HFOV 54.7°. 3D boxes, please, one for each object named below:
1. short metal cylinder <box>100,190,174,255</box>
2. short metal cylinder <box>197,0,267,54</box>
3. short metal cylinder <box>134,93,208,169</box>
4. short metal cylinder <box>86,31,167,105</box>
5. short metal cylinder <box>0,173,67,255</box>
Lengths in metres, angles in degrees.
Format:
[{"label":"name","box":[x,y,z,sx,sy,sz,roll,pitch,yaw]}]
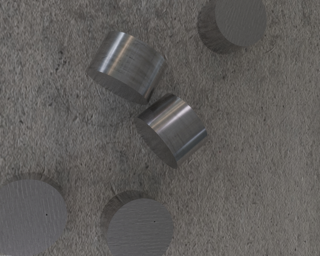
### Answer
[{"label":"short metal cylinder","box":[-0.030,0.122,0.385,0.081,0.050,0.080,0,90,-20]},{"label":"short metal cylinder","box":[0.100,-0.148,0.432,0.081,0.050,0.080,0,90,-20]},{"label":"short metal cylinder","box":[0.013,0.004,0.384,0.050,0.080,0.080,-39,103,-16]},{"label":"short metal cylinder","box":[-0.039,-0.069,0.365,0.080,0.080,0.050,30,81,-18]},{"label":"short metal cylinder","box":[-0.146,0.092,0.342,0.081,0.050,0.080,0,90,-20]}]
